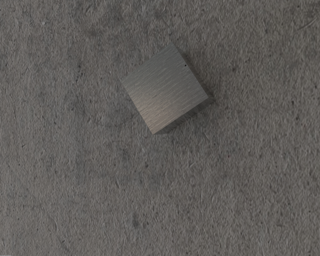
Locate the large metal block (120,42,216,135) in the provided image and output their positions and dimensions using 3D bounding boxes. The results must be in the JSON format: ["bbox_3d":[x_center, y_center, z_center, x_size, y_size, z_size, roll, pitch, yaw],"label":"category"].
[{"bbox_3d":[0.011,-0.047,0.392,0.080,0.050,0.080,-34,79,17],"label":"large metal block"}]
